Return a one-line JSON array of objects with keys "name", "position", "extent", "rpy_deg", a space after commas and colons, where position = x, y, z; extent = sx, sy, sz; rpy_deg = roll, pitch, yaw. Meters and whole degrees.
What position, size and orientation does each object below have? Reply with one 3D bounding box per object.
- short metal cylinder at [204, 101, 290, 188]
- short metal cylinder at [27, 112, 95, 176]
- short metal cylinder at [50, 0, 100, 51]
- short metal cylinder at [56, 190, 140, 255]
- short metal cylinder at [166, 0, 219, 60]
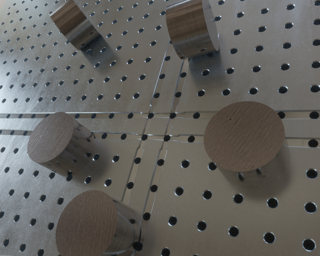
[{"name": "short metal cylinder", "position": [0.093, 0.018, 0.332], "extent": [0.080, 0.050, 0.080], "rpy_deg": [-13, 56, 21]}, {"name": "short metal cylinder", "position": [-0.144, 0.023, 0.453], "extent": [0.080, 0.050, 0.080], "rpy_deg": [-13, 56, 21]}, {"name": "short metal cylinder", "position": [-0.155, -0.191, 0.572], "extent": [0.050, 0.080, 0.080], "rpy_deg": [-37, 51, 4]}, {"name": "short metal cylinder", "position": [-0.071, 0.118, 0.357], "extent": [0.080, 0.050, 0.080], "rpy_deg": [-13, 56, 21]}, {"name": "short metal cylinder", "position": [0.047, -0.141, 0.435], "extent": [0.050, 0.080, 0.080], "rpy_deg": [-11, 57, 22]}]
